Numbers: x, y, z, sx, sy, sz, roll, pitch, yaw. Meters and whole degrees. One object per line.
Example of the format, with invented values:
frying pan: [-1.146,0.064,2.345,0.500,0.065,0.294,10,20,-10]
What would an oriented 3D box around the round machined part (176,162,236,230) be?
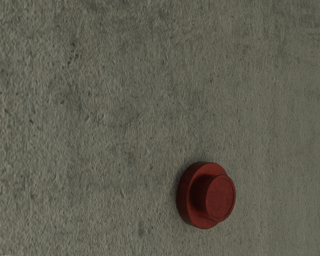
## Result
round machined part: [0.074,0.100,0.454,0.099,0.042,0.097,0,90,-40]
